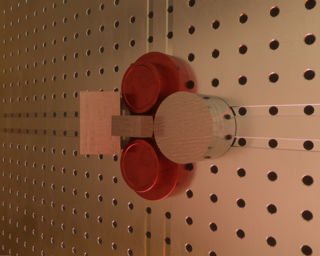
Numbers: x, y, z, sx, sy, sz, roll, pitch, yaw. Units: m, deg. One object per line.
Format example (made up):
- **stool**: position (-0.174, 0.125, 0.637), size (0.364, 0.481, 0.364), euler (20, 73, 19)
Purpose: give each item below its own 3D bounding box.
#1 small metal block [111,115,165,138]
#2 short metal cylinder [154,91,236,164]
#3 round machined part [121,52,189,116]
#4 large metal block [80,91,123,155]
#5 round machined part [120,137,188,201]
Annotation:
- **small metal block**: position (-0.024, -0.002, 0.385), size (0.050, 0.050, 0.025), euler (2, 92, 40)
- **short metal cylinder**: position (0.039, -0.001, 0.359), size (0.080, 0.050, 0.080), euler (0, 90, 40)
- **round machined part**: position (-0.013, -0.052, 0.410), size (0.098, 0.042, 0.097), euler (0, 90, 40)
- **large metal block**: position (-0.078, -0.007, 0.431), size (0.050, 0.080, 0.080), euler (0, 90, -4)
- **round machined part**: position (-0.015, 0.048, 0.411), size (0.098, 0.042, 0.097), euler (0, 90, 40)
